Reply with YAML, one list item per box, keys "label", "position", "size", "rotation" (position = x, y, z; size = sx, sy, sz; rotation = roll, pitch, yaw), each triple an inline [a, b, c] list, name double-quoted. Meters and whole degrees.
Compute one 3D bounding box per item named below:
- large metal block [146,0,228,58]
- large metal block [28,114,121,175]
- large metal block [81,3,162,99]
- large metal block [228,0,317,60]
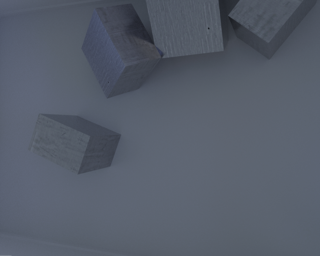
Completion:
- label: "large metal block"
  position: [0.034, -0.133, 0.368]
  size: [0.080, 0.050, 0.080]
  rotation: [-2, 117, 20]
- label: "large metal block"
  position: [-0.113, 0.019, 0.421]
  size: [0.080, 0.080, 0.050]
  rotation: [22, 97, 18]
- label: "large metal block"
  position: [-0.053, -0.096, 0.394]
  size: [0.080, 0.050, 0.080]
  rotation: [62, 148, 9]
- label: "large metal block"
  position: [0.125, -0.129, 0.337]
  size: [0.050, 0.080, 0.080]
  rotation: [41, 103, 15]
